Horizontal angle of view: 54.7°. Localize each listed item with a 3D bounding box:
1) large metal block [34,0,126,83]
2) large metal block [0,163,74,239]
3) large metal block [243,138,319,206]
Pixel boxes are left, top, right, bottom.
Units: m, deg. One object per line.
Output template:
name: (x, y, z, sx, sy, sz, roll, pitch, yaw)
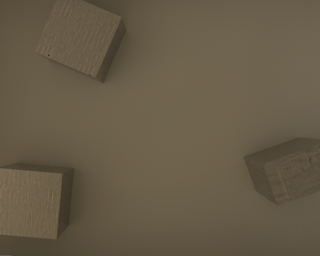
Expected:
large metal block: (-0.099, -0.113, 0.398, 0.080, 0.050, 0.080, 23, 90, 0)
large metal block: (-0.161, 0.091, 0.398, 0.080, 0.050, 0.080, 5, 90, 0)
large metal block: (0.161, 0.050, 0.385, 0.080, 0.080, 0.050, -20, 90, 0)
